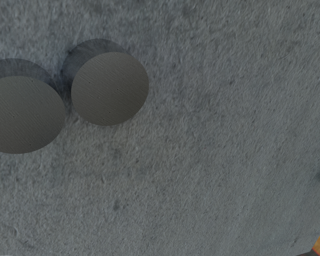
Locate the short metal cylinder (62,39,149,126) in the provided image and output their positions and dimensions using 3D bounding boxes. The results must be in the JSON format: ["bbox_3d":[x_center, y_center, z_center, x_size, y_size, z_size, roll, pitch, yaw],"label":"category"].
[{"bbox_3d":[-0.059,-0.049,0.329,0.081,0.050,0.079,-14,125,-21],"label":"short metal cylinder"}]

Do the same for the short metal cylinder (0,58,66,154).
[{"bbox_3d":[-0.138,-0.022,0.302,0.081,0.050,0.079,-14,125,-21],"label":"short metal cylinder"}]
